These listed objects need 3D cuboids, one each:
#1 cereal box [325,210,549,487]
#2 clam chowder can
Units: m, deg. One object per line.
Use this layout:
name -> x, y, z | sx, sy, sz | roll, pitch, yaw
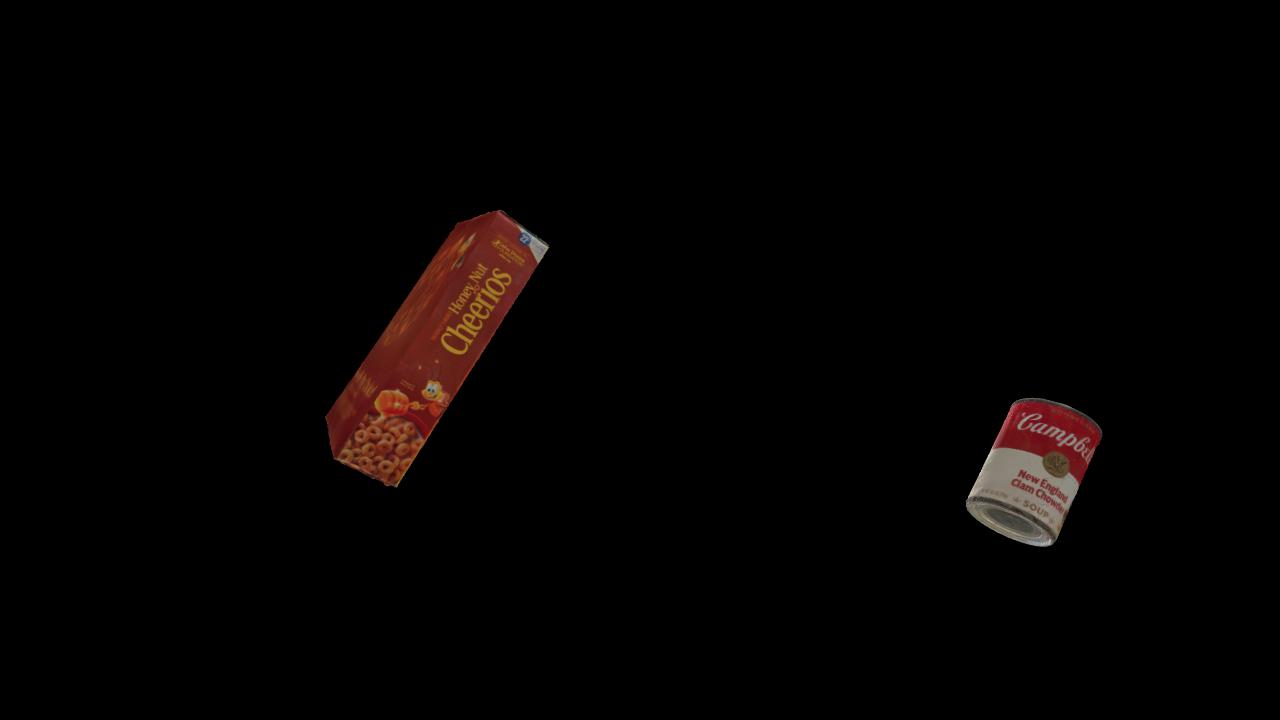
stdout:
cereal box -> -0.242, -0.026, 0.716 | 0.081, 0.306, 0.203 | 36, -12, -28
clam chowder can -> 0.321, 0.091, 0.505 | 0.068, 0.102, 0.068 | 32, -14, 9
